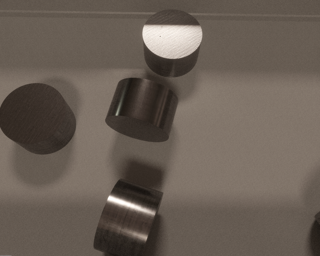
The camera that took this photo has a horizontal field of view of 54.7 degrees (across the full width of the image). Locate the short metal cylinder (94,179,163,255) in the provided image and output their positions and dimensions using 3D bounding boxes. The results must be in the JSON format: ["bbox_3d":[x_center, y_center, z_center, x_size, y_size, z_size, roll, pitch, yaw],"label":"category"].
[{"bbox_3d":[-0.033,0.102,0.343,0.050,0.080,0.080,18,71,6],"label":"short metal cylinder"}]

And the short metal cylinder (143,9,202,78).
[{"bbox_3d":[0.017,-0.119,0.440,0.081,0.050,0.080,0,70,0],"label":"short metal cylinder"}]

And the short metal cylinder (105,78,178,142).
[{"bbox_3d":[-0.022,-0.020,0.388,0.080,0.080,0.050,14,71,4],"label":"short metal cylinder"}]

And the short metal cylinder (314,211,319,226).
[{"bbox_3d":[0.225,0.105,0.345,0.080,0.080,0.050,-25,72,-9],"label":"short metal cylinder"}]

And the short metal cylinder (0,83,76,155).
[{"bbox_3d":[-0.155,-0.011,0.398,0.081,0.050,0.080,0,70,0],"label":"short metal cylinder"}]
